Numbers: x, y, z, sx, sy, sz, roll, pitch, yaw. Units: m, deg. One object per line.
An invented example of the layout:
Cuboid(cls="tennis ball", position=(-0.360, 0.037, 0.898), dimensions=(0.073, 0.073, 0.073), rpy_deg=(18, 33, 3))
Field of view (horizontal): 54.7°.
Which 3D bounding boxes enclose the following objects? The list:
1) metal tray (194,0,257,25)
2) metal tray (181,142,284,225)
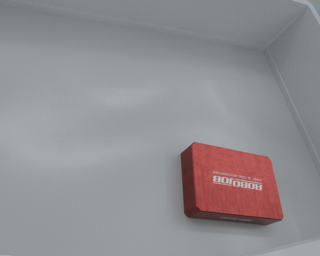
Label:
Cuboid(cls="metal tray", position=(0.135, -0.276, 0.645), dimensions=(0.131, 0.030, 0.090), rpy_deg=(16, 55, -19))
Cuboid(cls="metal tray", position=(0.094, 0.075, 0.407), dimensions=(0.131, 0.030, 0.090), rpy_deg=(12, 57, -22))
